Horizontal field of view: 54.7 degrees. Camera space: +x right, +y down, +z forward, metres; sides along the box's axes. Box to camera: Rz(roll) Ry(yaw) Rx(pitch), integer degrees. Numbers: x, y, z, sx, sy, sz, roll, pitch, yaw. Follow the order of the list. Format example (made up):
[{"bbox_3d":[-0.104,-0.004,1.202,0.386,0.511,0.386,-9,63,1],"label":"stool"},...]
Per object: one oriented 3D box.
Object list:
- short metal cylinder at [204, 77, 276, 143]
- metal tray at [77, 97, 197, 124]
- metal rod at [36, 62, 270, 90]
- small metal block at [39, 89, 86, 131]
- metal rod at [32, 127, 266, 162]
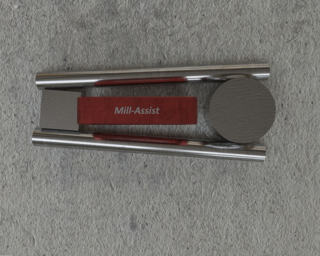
[{"bbox_3d":[0.100,-0.022,0.399,0.081,0.050,0.079,0,90,0],"label":"short metal cylinder"},{"bbox_3d":[-0.024,-0.019,0.377,0.131,0.090,0.030,0,90,0],"label":"metal tray"},{"bbox_3d":[-0.009,-0.069,0.411,0.302,0.025,0.025,-3,90,0],"label":"metal rod"},{"bbox_3d":[-0.128,-0.023,0.411,0.050,0.025,0.050,4,90,0],"label":"small metal block"},{"bbox_3d":[-0.014,0.022,0.411,0.302,0.025,0.025,4,90,0],"label":"metal rod"}]
